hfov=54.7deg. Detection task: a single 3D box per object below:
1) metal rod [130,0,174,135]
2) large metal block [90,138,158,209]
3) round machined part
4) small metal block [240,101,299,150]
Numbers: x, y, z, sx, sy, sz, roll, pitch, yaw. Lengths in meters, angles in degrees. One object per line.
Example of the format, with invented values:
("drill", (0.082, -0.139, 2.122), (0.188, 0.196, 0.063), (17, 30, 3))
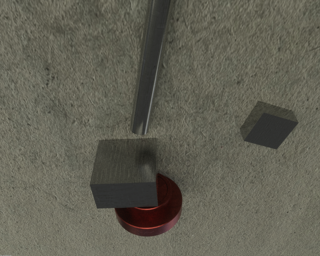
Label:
("metal rod", (-0.002, -0.111, 0.312), (0.025, 0.025, 0.298), (7, 130, -7))
("large metal block", (-0.044, 0.060, 0.422), (0.081, 0.080, 0.050), (-2, 130, 1))
("round machined part", (-0.017, 0.101, 0.445), (0.099, 0.098, 0.042), (-1, 130, 0))
("small metal block", (0.142, -0.003, 0.407), (0.050, 0.025, 0.050), (15, 129, -13))
